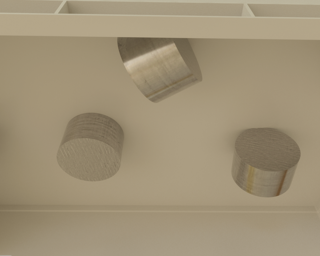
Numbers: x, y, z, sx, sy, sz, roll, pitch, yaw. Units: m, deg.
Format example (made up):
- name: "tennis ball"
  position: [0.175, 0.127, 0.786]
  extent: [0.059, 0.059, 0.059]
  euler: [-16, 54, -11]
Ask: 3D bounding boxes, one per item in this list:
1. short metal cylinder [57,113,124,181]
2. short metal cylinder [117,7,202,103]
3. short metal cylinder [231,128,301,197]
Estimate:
- name: "short metal cylinder"
  position: [-0.091, 0.026, 0.414]
  extent: [0.081, 0.050, 0.079]
  euler: [0, 130, 0]
- name: "short metal cylinder"
  position: [0.002, -0.072, 0.312]
  extent: [0.050, 0.080, 0.080]
  euler: [-25, 126, 20]
- name: "short metal cylinder"
  position: [0.138, 0.044, 0.412]
  extent: [0.080, 0.080, 0.050]
  euler: [-2, 130, 2]
